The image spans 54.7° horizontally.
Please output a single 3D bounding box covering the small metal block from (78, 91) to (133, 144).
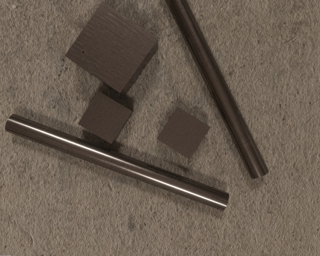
[{"bbox_3d":[-0.071,-0.014,0.409,0.050,0.025,0.050,31,90,-1],"label":"small metal block"}]

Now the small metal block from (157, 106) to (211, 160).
[{"bbox_3d":[0.031,0.007,0.410,0.050,0.025,0.050,33,90,-1],"label":"small metal block"}]

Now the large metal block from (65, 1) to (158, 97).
[{"bbox_3d":[-0.058,-0.097,0.397,0.080,0.050,0.080,35,90,-1],"label":"large metal block"}]

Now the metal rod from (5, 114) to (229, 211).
[{"bbox_3d":[-0.055,0.046,0.409,0.301,0.025,0.025,20,90,-1],"label":"metal rod"}]

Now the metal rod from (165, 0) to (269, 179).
[{"bbox_3d":[0.068,-0.073,0.410,0.025,0.025,0.299,-26,90,0],"label":"metal rod"}]
